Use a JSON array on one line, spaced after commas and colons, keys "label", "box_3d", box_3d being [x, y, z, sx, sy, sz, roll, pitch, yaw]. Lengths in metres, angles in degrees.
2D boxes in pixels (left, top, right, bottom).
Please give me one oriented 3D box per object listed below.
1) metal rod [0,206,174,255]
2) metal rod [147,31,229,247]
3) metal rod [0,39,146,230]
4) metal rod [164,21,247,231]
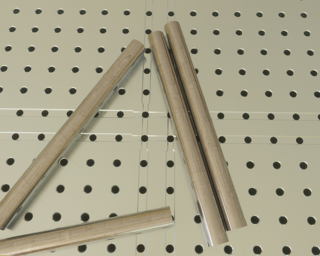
[{"label": "metal rod", "box_3d": [-0.134, 0.133, 0.362, 0.302, 0.025, 0.025, -10, 70, -4]}, {"label": "metal rod", "box_3d": [0.031, 0.000, 0.412, 0.025, 0.025, 0.299, -14, 71, -5]}, {"label": "metal rod", "box_3d": [-0.113, -0.003, 0.412, 0.025, 0.025, 0.300, 32, 73, 11]}, {"label": "metal rod", "box_3d": [0.055, -0.017, 0.418, 0.025, 0.025, 0.299, -13, 71, -5]}]
